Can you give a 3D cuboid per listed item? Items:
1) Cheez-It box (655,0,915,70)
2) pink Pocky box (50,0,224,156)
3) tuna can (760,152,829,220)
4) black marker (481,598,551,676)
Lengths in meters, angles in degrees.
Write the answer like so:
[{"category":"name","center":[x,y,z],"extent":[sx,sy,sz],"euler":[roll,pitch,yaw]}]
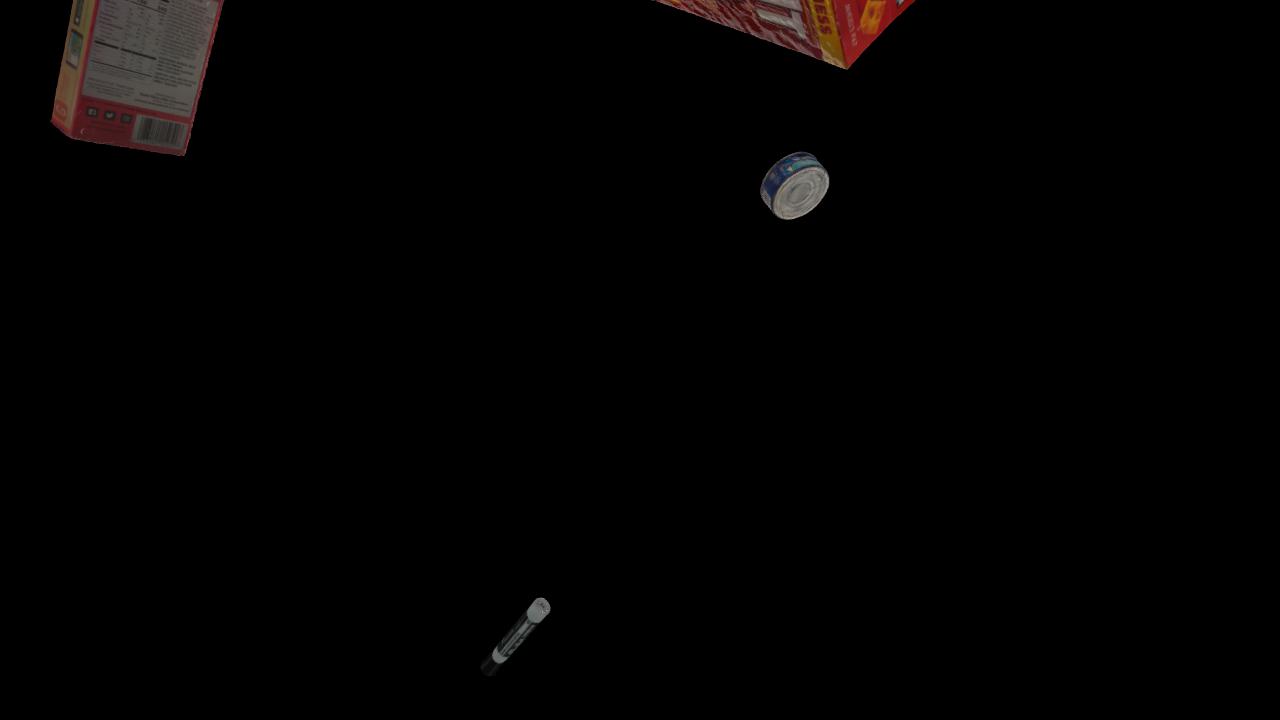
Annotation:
[{"category":"Cheez-It box","center":[0.054,-0.294,0.382],"extent":[0.223,0.071,0.166],"euler":[45,2,38]},{"category":"pink Pocky box","center":[-0.382,-0.240,0.473],"extent":[0.029,0.155,0.084],"euler":[33,19,12]},{"category":"tuna can","center":[0.202,-0.225,0.799],"extent":[0.084,0.034,0.084],"euler":[-16,-36,-12]},{"category":"black marker","center":[-0.129,0.284,0.625],"extent":[0.020,0.121,0.020],"euler":[30,25,-15]}]
